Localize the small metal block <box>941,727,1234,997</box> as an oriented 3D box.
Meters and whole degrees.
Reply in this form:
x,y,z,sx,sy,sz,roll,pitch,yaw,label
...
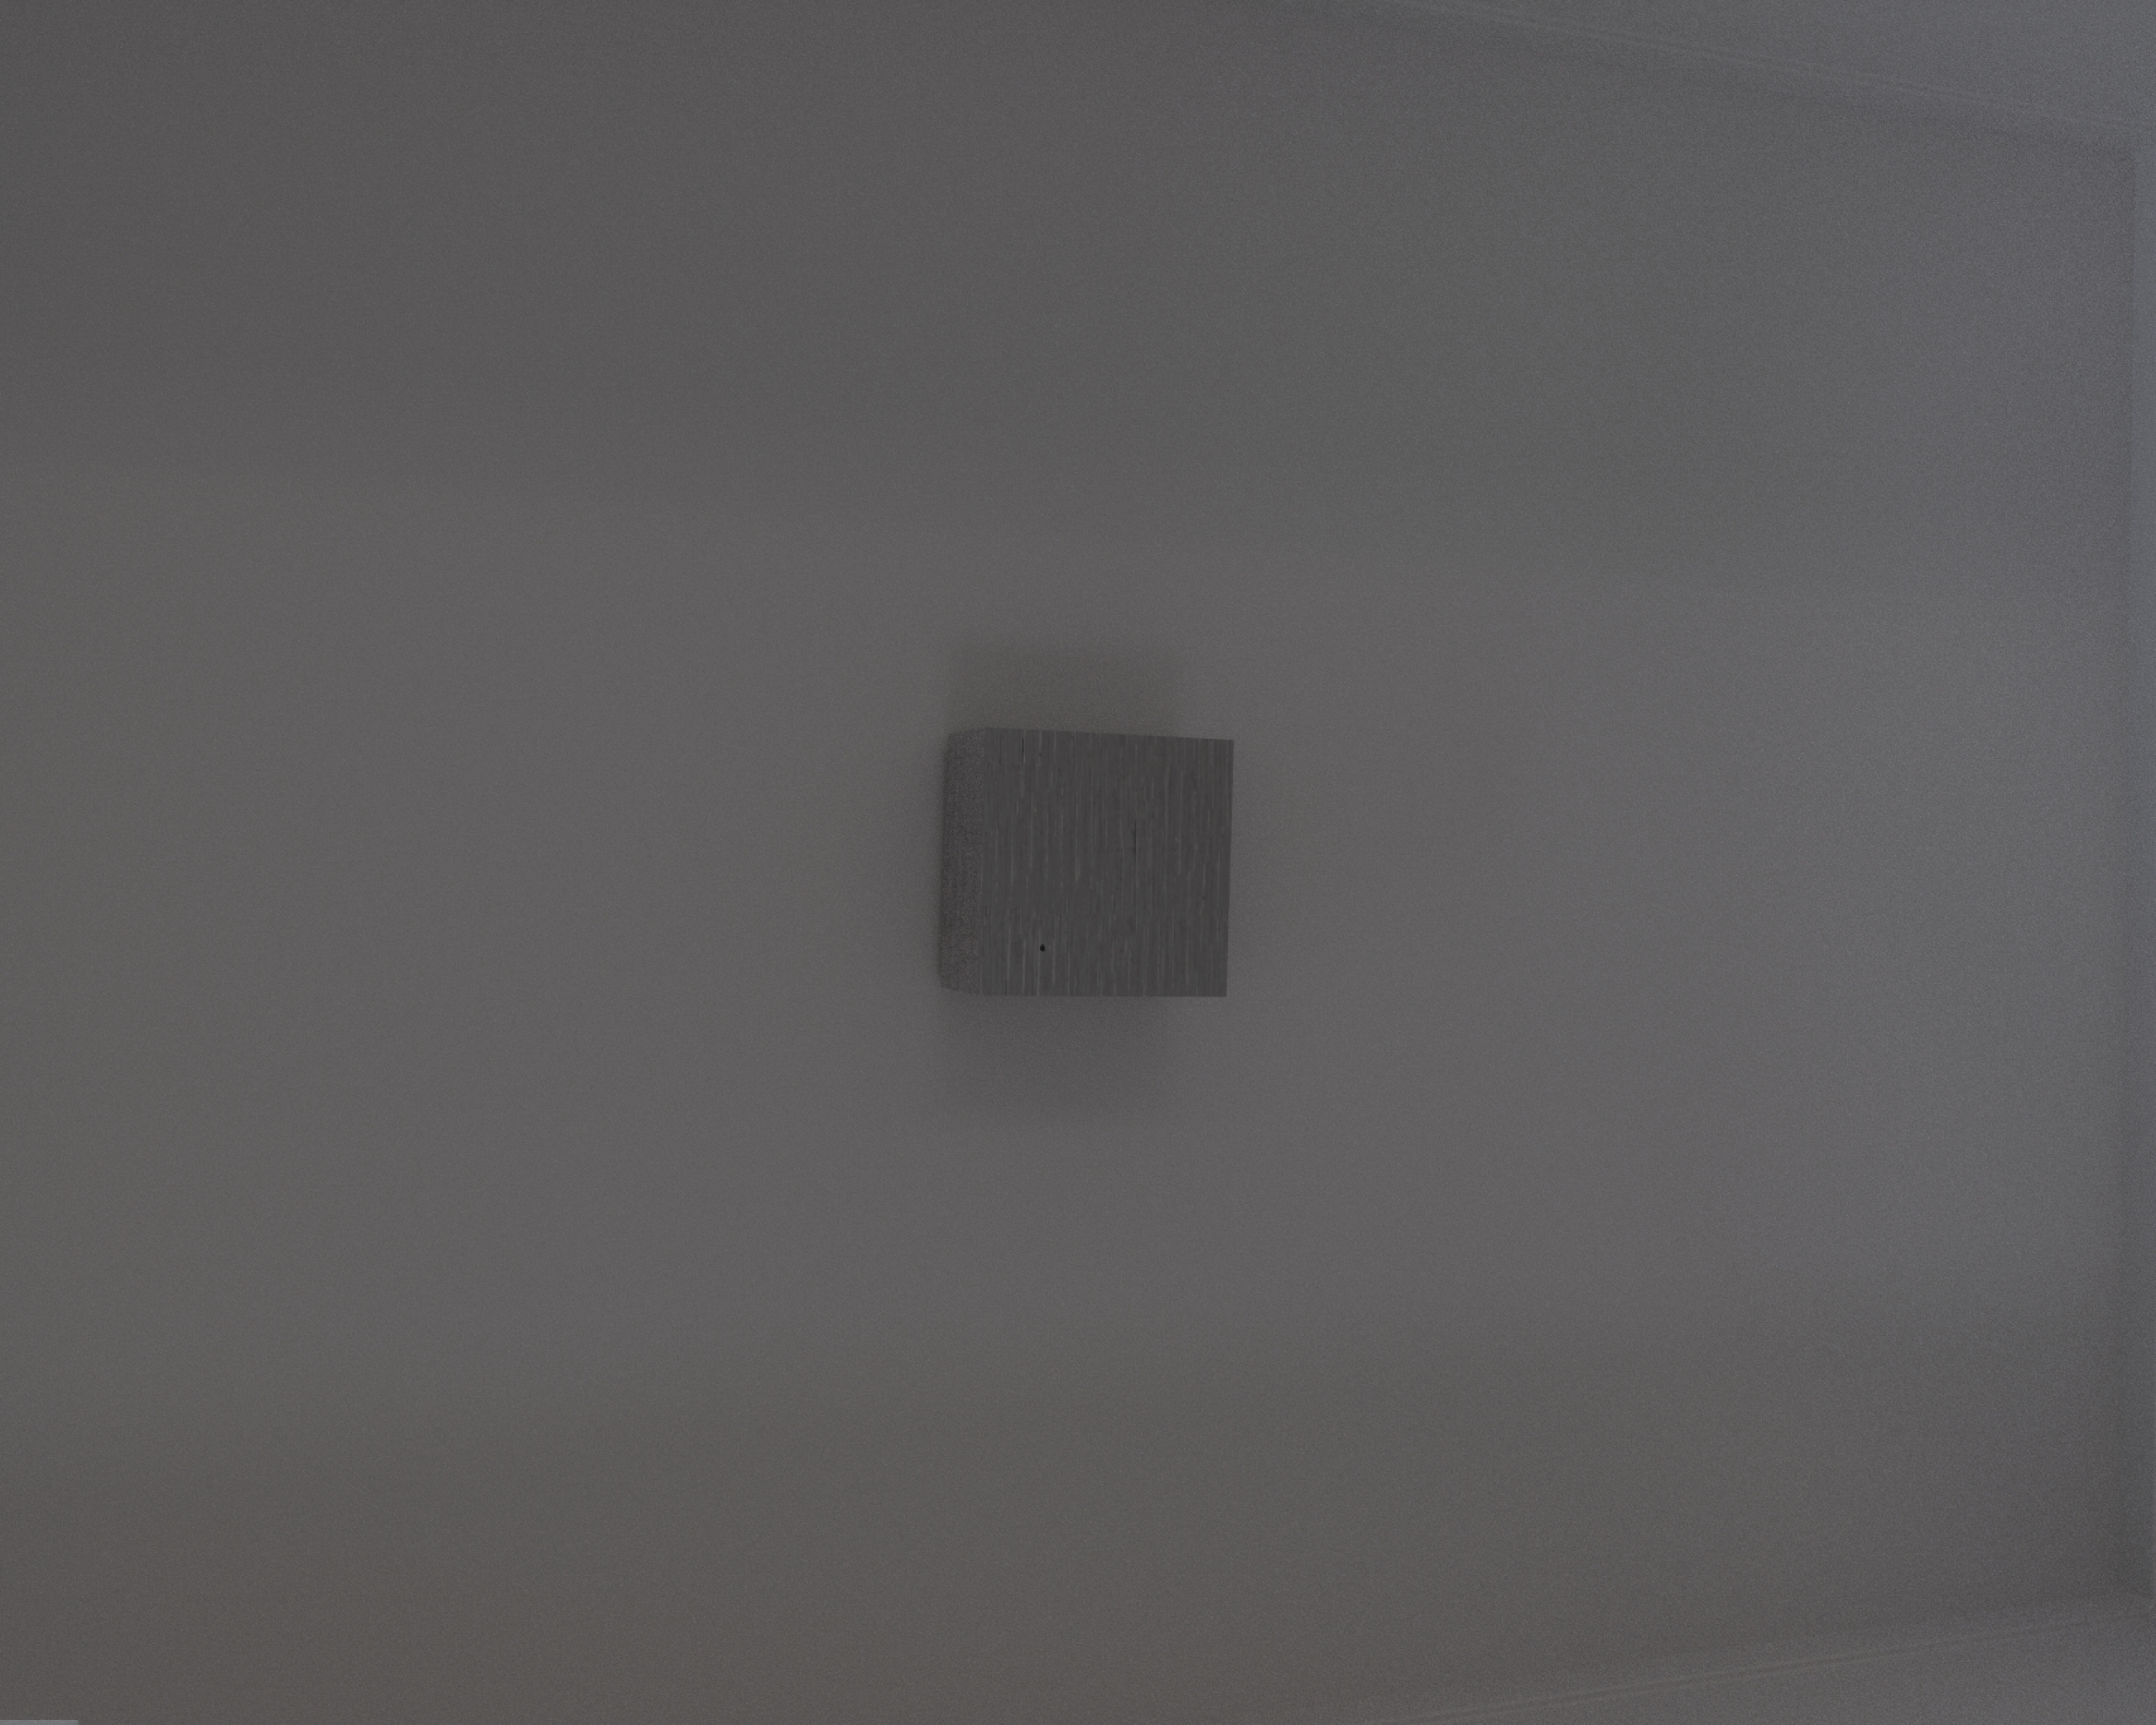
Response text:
x,y,z,sx,sy,sz,roll,pitch,yaw,label
0.002,0.000,0.407,0.050,0.025,0.050,2,90,-20,small metal block
